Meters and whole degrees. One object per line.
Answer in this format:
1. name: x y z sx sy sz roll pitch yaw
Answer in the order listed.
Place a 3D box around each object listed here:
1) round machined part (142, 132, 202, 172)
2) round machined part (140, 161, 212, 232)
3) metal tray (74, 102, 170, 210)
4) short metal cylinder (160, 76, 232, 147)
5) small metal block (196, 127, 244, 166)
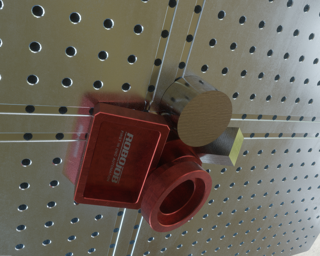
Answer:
1. round machined part: 0.021 0.058 0.447 0.099 0.042 0.097 -14 125 -21
2. round machined part: 0.016 0.083 0.400 0.099 0.042 0.097 -23 133 -27
3. metal tray: -0.051 0.040 0.392 0.091 0.030 0.129 11 113 -18
4. short metal cylinder: 0.047 -0.022 0.408 0.081 0.050 0.079 -14 125 -21
5. small metal block: 0.087 0.025 0.448 0.025 0.050 0.050 56 50 -39
